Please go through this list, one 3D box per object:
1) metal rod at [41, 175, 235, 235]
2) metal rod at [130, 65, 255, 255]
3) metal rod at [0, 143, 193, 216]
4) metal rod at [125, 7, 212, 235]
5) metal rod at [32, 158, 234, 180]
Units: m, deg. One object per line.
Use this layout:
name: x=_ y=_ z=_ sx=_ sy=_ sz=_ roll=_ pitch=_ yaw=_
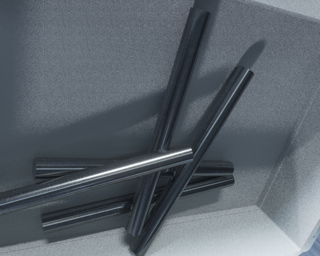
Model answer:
metal rod: x=-0.017 y=0.107 z=0.465 sx=0.303 sy=0.025 sz=0.025 roll=-8 pitch=122 yaw=-25
metal rod: x=0.043 y=0.049 z=0.436 sx=0.025 sy=0.025 sz=0.299 roll=27 pitch=95 yaw=-38
metal rod: x=-0.104 y=0.066 z=0.359 sx=0.302 sy=0.025 sz=0.025 roll=-14 pitch=125 yaw=-15
metal rod: x=0.005 y=0.004 z=0.391 sx=0.025 sy=0.025 sz=0.298 roll=7 pitch=109 yaw=-32
metal rod: x=-0.016 y=0.057 z=0.435 sx=0.302 sy=0.025 sz=0.025 roll=4 pitch=116 yaw=-31
